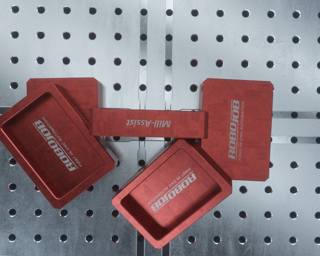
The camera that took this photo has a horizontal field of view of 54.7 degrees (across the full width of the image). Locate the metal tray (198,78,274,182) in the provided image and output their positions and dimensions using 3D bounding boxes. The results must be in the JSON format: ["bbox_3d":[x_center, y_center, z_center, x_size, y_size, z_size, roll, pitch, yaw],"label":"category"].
[{"bbox_3d":[0.098,0.002,0.411,0.091,0.030,0.129,3,90,-1],"label":"metal tray"}]

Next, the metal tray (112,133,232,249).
[{"bbox_3d":[0.014,0.081,0.392,0.130,0.030,0.090,-43,91,17],"label":"metal tray"}]

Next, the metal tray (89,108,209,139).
[{"bbox_3d":[-0.012,-0.005,0.380,0.131,0.090,0.030,2,90,-1],"label":"metal tray"}]

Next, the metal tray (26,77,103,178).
[{"bbox_3d":[-0.124,0.000,0.409,0.091,0.030,0.129,-1,91,0],"label":"metal tray"}]

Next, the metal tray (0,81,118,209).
[{"bbox_3d":[-0.126,0.020,0.377,0.090,0.030,0.130,-38,91,-1],"label":"metal tray"}]
